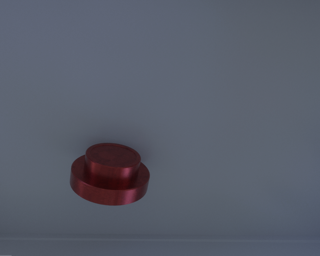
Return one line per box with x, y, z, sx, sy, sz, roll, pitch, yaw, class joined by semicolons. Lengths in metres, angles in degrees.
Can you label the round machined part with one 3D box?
-0.061;0.051;0.391;0.099;0.098;0.042;10;110;-4;round machined part
